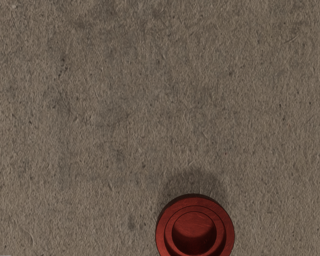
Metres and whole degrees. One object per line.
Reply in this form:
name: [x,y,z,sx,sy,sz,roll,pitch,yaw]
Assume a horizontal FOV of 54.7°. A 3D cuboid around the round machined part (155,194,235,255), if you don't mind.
round machined part: [0.043,0.133,0.402,0.099,0.042,0.097,0,90,-1]
